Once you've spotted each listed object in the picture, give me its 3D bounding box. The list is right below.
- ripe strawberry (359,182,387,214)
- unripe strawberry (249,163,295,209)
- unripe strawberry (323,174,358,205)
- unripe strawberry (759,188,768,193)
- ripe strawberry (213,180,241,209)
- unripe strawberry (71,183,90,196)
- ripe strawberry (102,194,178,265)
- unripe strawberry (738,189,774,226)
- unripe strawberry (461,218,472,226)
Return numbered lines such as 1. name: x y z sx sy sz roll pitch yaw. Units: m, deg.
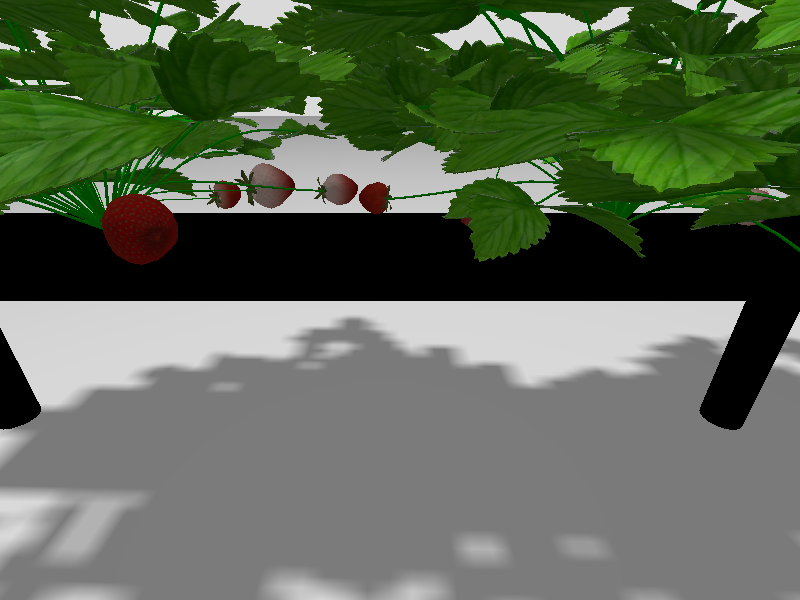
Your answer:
1. ripe strawberry: -0.027 -0.105 0.413 0.030 0.031 0.028 7 27 16
2. unripe strawberry: -0.140 -0.127 0.443 0.049 0.048 0.045 -20 33 -36
3. unripe strawberry: -0.066 -0.124 0.446 0.039 0.034 0.039 -13 29 -25
4. unripe strawberry: 0.395 -0.113 0.444 0.022 0.019 0.022 21 13 -34
5. ripe strawberry: -0.185 -0.114 0.433 0.026 0.030 0.029 20 32 35
6. unripe strawberry: -0.391 -0.136 0.490 0.023 0.023 0.019 -21 33 -36
7. ripe strawberry: -0.182 -0.050 0.287 0.050 0.050 0.047 23 34 37
8. unripe strawberry: 0.336 -0.088 0.381 0.034 0.034 0.032 -5 27 -11
9. unripe strawberry: 0.070 -0.081 0.352 0.039 0.041 0.036 0 26 1
